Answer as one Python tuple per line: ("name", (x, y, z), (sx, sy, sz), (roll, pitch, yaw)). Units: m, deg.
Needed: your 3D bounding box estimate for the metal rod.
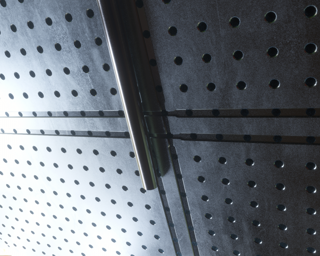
("metal rod", (-0.039, -0.044, 0.403), (0.025, 0.025, 0.298), (3, 120, 26))
